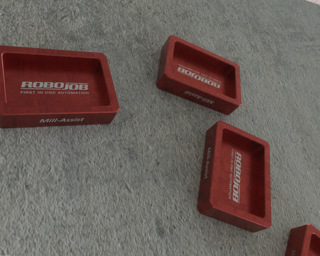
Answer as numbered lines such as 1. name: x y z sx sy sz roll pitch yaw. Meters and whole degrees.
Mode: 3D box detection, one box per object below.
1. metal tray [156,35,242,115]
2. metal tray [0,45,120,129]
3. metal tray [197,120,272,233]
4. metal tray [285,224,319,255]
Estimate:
1. metal tray: 0.064 -0.082 0.484 0.131 0.030 0.090 19 54 -17
2. metal tray: -0.121 -0.048 0.364 0.131 0.030 0.090 -3 63 -30
3. metal tray: 0.103 0.062 0.417 0.090 0.030 0.130 23 53 -14
4. metal tray: 0.196 0.199 0.383 0.090 0.030 0.130 38 51 -3
